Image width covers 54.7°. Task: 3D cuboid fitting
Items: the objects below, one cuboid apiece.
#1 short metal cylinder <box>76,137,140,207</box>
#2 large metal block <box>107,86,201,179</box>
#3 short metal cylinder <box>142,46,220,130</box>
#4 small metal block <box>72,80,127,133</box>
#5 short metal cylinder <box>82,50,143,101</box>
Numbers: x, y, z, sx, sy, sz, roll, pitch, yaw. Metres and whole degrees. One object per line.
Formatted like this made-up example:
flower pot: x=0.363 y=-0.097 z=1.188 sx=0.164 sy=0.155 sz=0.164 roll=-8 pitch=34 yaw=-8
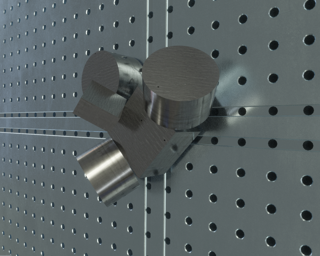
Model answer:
short metal cylinder: x=-0.070 y=0.059 z=0.419 sx=0.050 sy=0.080 sz=0.080 roll=-32 pitch=70 yaw=-13
large metal block: x=-0.010 y=0.005 z=0.394 sx=0.080 sy=0.050 sz=0.080 roll=52 pitch=120 yaw=27
short metal cylinder: x=0.021 y=-0.045 z=0.342 sx=0.080 sy=0.081 sz=0.050 roll=51 pitch=158 yaw=28
small metal block: x=-0.073 y=-0.028 z=0.384 sx=0.025 sy=0.050 sz=0.050 roll=-53 pitch=16 yaw=29
short metal cylinder: x=-0.067 y=-0.066 z=0.444 sx=0.080 sy=0.050 sz=0.079 roll=0 pitch=90 yaw=40
